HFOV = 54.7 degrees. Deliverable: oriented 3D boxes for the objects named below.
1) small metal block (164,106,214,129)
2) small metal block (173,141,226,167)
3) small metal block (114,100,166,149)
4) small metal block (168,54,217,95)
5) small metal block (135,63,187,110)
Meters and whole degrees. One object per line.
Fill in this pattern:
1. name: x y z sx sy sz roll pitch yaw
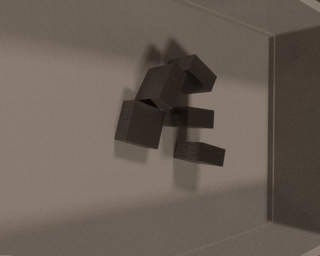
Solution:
1. small metal block: 0.038 -0.013 0.424 0.050 0.050 0.025 5 87 -40
2. small metal block: 0.056 0.036 0.440 0.050 0.050 0.025 17 79 -39
3. small metal block: -0.024 -0.003 0.388 0.050 0.025 0.050 19 78 -39
4. small metal block: 0.041 -0.072 0.427 0.050 0.050 0.025 36 68 -35
5. small metal block: 0.000 -0.051 0.393 0.025 0.050 0.050 36 68 -35
